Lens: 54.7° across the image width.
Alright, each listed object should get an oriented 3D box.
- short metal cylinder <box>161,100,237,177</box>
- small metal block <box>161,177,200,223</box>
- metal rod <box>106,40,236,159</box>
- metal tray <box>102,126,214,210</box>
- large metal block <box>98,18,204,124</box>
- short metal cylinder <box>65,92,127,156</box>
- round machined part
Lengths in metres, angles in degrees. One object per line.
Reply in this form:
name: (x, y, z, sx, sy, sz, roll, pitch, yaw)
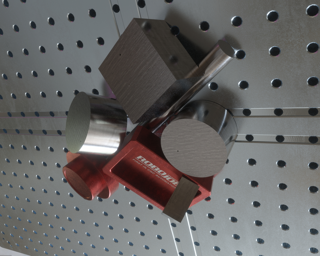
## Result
short metal cylinder: (0.048, 0.013, 0.377, 0.080, 0.050, 0.079, 13, 124, 21)
small metal block: (0.025, 0.095, 0.402, 0.025, 0.050, 0.050, 29, 163, 7)
metal rod: (-0.014, -0.004, 0.418, 0.025, 0.025, 0.299, 44, 130, -3)
metal tray: (-0.003, 0.064, 0.431, 0.130, 0.030, 0.090, 36, 130, -13)
large metal block: (-0.012, -0.063, 0.348, 0.080, 0.050, 0.080, -43, 74, 39)
short metal cylinder: (-0.086, -0.004, 0.411, 0.080, 0.050, 0.080, -16, 70, 51)
round machined part: (-0.116, 0.076, 0.491, 0.098, 0.042, 0.097, 28, 140, 26)
